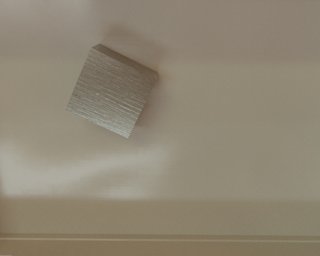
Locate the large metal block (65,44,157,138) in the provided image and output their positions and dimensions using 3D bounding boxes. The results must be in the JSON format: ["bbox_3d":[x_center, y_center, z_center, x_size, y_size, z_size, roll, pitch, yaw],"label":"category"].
[{"bbox_3d":[-0.057,-0.046,0.380,0.080,0.050,0.080,25,108,-9],"label":"large metal block"}]
